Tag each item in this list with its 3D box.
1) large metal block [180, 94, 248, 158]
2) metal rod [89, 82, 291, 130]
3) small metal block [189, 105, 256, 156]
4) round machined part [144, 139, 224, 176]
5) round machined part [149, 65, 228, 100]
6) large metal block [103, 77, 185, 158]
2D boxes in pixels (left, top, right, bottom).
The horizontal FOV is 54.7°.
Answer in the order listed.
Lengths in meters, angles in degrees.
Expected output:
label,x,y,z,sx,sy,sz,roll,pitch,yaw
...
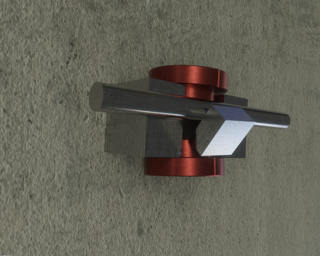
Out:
label,x,y,z,sx,sy,sz,roll,pitch,yaw
large metal block,0.072,-0.001,0.431,0.050,0.080,0.080,5,87,-40
metal rod,0.062,-0.018,0.354,0.302,0.025,0.025,4,88,-40
small metal block,0.069,0.004,0.342,0.050,0.025,0.050,2,129,-38
round machined part,0.030,0.037,0.383,0.099,0.098,0.042,6,81,-40
round machined part,0.034,-0.047,0.387,0.099,0.098,0.042,5,88,-40
large metal block,-0.020,-0.009,0.354,0.050,0.080,0.080,6,87,-40
